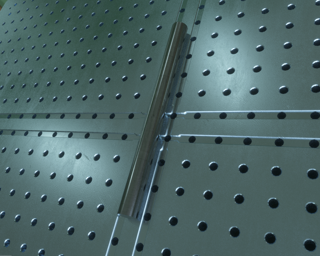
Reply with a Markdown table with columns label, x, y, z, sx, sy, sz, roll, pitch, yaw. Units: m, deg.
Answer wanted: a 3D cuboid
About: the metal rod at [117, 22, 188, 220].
| label | x | y | z | sx | sy | sz | roll | pitch | yaw |
| --- | --- | --- | --- | --- | --- | --- | --- | --- | --- |
| metal rod | -0.004 | -0.027 | 0.428 | 0.025 | 0.025 | 0.300 | 1 | 62 | 28 |
